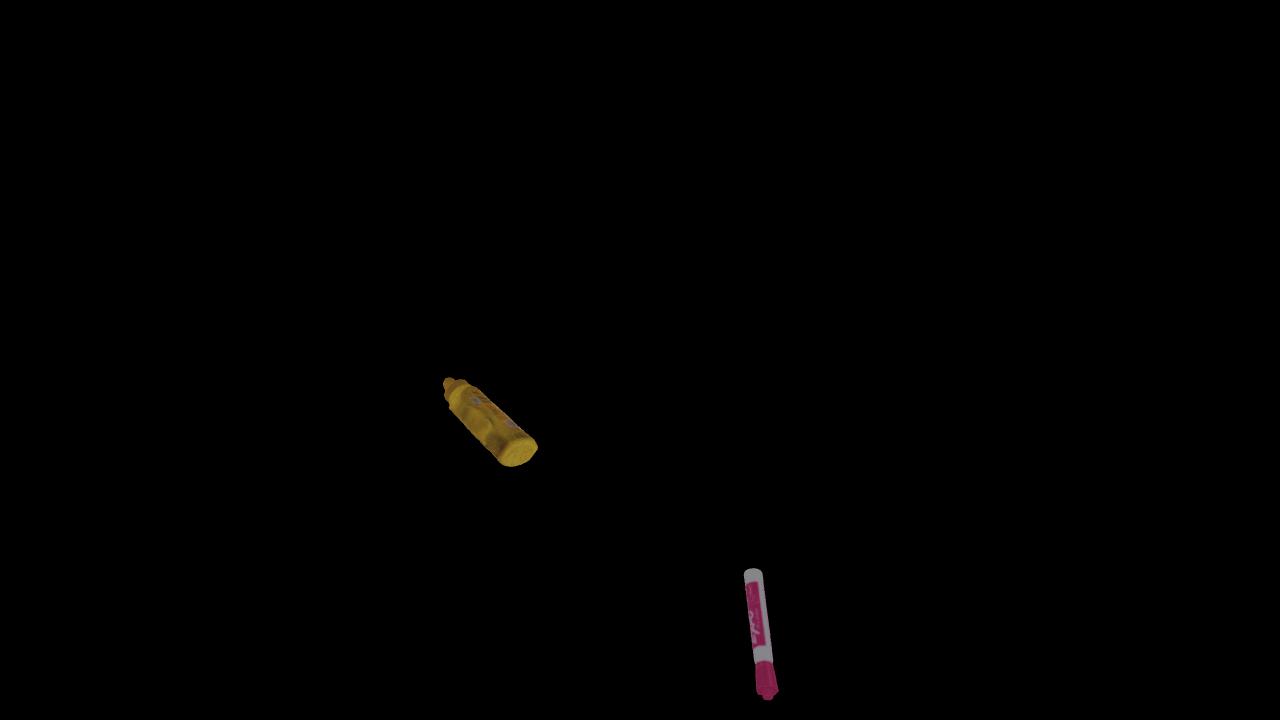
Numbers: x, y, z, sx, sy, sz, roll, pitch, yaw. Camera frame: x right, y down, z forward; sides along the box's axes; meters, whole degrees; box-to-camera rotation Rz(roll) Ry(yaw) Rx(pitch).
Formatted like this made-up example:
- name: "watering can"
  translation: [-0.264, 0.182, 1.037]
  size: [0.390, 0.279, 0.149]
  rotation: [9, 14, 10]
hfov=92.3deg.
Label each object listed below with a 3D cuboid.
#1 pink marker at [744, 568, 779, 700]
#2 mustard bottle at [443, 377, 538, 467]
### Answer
- name: "pink marker"
  translation: [0.111, 0.251, 0.570]
  size: [0.020, 0.020, 0.121]
  rotation: [0, 37, 3]
- name: "mustard bottle"
  translation: [-0.242, 0.086, 0.946]
  size: [0.184, 0.054, 0.092]
  rotation: [39, 9, 23]
